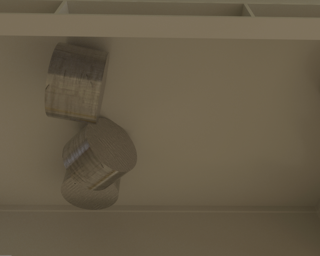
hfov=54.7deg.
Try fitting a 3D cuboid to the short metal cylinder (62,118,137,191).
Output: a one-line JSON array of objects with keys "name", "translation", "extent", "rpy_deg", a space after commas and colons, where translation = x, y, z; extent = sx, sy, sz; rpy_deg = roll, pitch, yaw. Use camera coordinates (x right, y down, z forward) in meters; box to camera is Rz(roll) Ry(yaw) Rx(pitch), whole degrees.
[{"name": "short metal cylinder", "translation": [-0.077, 0.034, 0.401], "extent": [0.080, 0.080, 0.050], "rpy_deg": [37, 121, -27]}]

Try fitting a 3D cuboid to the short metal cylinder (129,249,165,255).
[{"name": "short metal cylinder", "translation": [-0.028, 0.299, 0.649], "extent": [0.081, 0.050, 0.079], "rpy_deg": [0, 130, 0]}]

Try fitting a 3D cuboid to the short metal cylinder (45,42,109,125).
[{"name": "short metal cylinder", "translation": [-0.087, -0.047, 0.332], "extent": [0.050, 0.080, 0.079], "rpy_deg": [10, 129, -9]}]

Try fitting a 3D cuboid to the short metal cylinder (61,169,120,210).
[{"name": "short metal cylinder", "translation": [-0.099, 0.076, 0.456], "extent": [0.081, 0.050, 0.079], "rpy_deg": [0, 130, 0]}]
